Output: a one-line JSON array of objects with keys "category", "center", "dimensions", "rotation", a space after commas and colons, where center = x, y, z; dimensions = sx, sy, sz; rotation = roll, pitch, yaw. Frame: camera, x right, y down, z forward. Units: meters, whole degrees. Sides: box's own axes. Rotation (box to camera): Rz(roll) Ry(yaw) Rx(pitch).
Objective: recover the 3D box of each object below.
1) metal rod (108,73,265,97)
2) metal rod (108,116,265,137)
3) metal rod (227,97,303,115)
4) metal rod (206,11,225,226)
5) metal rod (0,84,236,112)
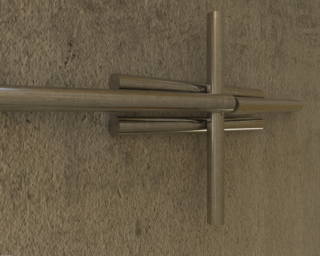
[{"category": "metal rod", "center": [0.062, -0.055, 0.459], "dimensions": [0.302, 0.025, 0.025], "rotation": [-1, 91, -40]}, {"category": "metal rod", "center": [0.062, -0.005, 0.460], "dimensions": [0.302, 0.025, 0.025], "rotation": [-1, 91, -40]}, {"category": "metal rod", "center": [0.194, -0.039, 0.540], "dimensions": [0.302, 0.025, 0.025], "rotation": [-5, 94, -50]}, {"category": "metal rod", "center": [0.079, -0.013, 0.443], "dimensions": [0.025, 0.025, 0.298], "rotation": [0, 90, -40]}, {"category": "metal rod", "center": [-0.035, -0.030, 0.345], "dimensions": [0.303, 0.025, 0.025], "rotation": [-2, 91, -31]}]
